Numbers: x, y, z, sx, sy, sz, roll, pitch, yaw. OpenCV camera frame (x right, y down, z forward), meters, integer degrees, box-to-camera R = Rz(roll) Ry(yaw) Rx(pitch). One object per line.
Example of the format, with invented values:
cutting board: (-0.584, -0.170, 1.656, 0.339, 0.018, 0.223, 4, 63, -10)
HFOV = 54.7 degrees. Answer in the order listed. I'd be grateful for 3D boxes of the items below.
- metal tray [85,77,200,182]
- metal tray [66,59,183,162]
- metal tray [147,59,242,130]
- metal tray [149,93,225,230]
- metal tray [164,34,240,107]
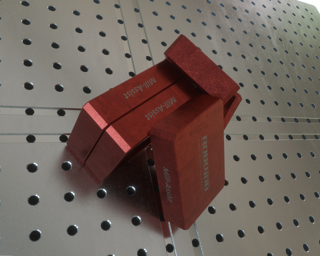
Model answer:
metal tray: (-0.017, 0.000, 0.356, 0.030, 0.090, 0.131, 49, 51, 5)
metal tray: (-0.039, -0.021, 0.359, 0.030, 0.090, 0.131, 49, 51, 5)
metal tray: (0.053, -0.056, 0.468, 0.130, 0.030, 0.090, 40, 51, -2)
metal tray: (0.037, 0.038, 0.347, 0.030, 0.129, 0.091, 18, 40, 36)
metal tray: (0.052, -0.069, 0.407, 0.090, 0.030, 0.130, 43, 6, 1)
